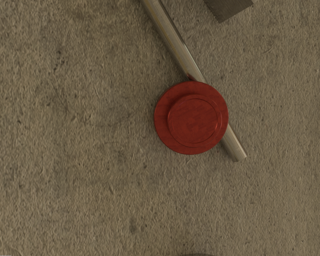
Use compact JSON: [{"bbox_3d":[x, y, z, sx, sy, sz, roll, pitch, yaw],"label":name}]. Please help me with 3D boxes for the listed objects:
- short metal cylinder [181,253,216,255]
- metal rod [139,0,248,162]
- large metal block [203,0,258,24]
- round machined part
[{"bbox_3d":[0.056,0.204,0.402,0.081,0.080,0.050,3,89,-20],"label":"short metal cylinder"},{"bbox_3d":[0.040,-0.082,0.424,0.025,0.025,0.299,-35,102,-17],"label":"metal rod"},{"bbox_3d":[0.094,-0.199,0.416,0.050,0.080,0.080,-44,104,-15],"label":"large metal block"},{"bbox_3d":[0.042,-0.012,0.402,0.099,0.042,0.097,-1,100,-5],"label":"round machined part"}]
